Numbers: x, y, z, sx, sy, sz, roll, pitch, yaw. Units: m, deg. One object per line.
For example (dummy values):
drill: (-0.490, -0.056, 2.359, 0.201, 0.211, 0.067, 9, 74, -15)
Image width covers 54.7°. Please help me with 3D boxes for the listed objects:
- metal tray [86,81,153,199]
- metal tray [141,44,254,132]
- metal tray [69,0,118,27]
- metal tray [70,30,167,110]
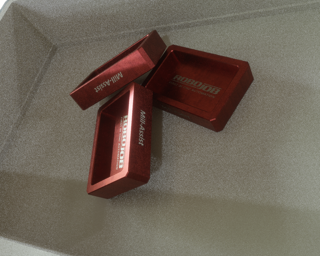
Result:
metal tray: (-0.050, 0.016, 0.395, 0.090, 0.030, 0.130, -30, 48, 41)
metal tray: (0.044, -0.058, 0.414, 0.130, 0.030, 0.090, 25, 75, 36)
metal tray: (-0.129, -0.275, 0.642, 0.090, 0.030, 0.130, -7, 58, 24)
metal tray: (-0.058, -0.083, 0.442, 0.130, 0.030, 0.090, -26, 22, 26)
